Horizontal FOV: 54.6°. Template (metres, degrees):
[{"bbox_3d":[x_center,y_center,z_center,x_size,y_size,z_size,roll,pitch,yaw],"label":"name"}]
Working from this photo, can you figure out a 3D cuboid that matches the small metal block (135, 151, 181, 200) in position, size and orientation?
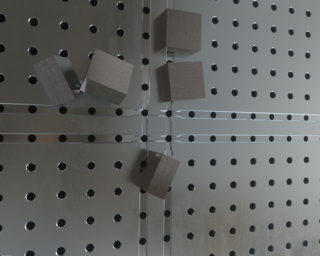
[{"bbox_3d":[-0.004,0.059,0.398,0.025,0.050,0.050,27,81,-18],"label":"small metal block"}]

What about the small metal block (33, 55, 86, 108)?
[{"bbox_3d":[-0.113,-0.053,0.355,0.025,0.050,0.050,-23,99,4],"label":"small metal block"}]

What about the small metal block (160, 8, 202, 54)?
[{"bbox_3d":[0.028,-0.130,0.422,0.050,0.025,0.050,1,90,-20],"label":"small metal block"}]

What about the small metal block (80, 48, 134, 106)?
[{"bbox_3d":[-0.064,-0.062,0.377,0.050,0.025,0.050,22,52,-19],"label":"small metal block"}]

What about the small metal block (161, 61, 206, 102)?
[{"bbox_3d":[0.032,-0.063,0.424,0.050,0.025,0.050,-7,92,-20],"label":"small metal block"}]
